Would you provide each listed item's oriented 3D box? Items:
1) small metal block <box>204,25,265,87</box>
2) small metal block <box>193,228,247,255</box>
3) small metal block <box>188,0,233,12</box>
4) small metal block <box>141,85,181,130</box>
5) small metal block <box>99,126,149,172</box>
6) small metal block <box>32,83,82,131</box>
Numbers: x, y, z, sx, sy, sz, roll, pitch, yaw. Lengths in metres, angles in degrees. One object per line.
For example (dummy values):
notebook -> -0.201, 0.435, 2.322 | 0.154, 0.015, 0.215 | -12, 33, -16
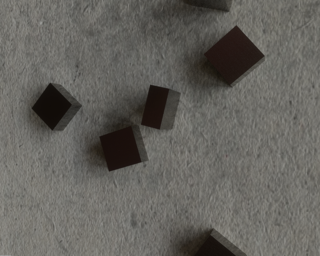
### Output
small metal block -> 0.091, -0.086, 0.377 | 0.050, 0.025, 0.050 | -41, 78, 15
small metal block -> 0.071, 0.164, 0.384 | 0.050, 0.025, 0.050 | 37, 101, 16
small metal block -> 0.060, -0.166, 0.374 | 0.050, 0.050, 0.025 | 17, 96, 19
small metal block -> 0.002, -0.025, 0.394 | 0.025, 0.050, 0.050 | 15, 95, 19
small metal block -> -0.049, 0.028, 0.425 | 0.050, 0.025, 0.050 | -18, 84, 18
small metal block -> -0.154, -0.031, 0.462 | 0.050, 0.025, 0.050 | 43, 103, 14
